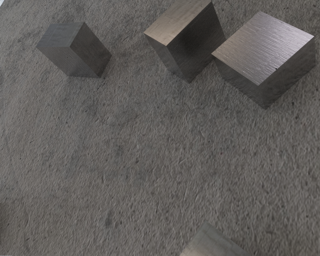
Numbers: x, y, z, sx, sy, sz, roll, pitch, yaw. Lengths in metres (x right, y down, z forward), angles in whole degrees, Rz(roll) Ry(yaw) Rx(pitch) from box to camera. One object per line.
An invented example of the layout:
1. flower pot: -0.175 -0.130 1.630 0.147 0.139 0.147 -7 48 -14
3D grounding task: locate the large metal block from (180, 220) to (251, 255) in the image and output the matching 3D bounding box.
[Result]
1. large metal block: 0.065 0.129 0.255 0.080 0.080 0.050 32 80 38

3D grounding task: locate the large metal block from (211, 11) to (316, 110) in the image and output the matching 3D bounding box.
1. large metal block: 0.124 -0.083 0.373 0.080 0.050 0.080 -42 51 -1

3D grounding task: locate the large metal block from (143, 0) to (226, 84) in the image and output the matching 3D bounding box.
1. large metal block: 0.038 -0.122 0.424 0.080 0.080 0.050 -46 51 -4

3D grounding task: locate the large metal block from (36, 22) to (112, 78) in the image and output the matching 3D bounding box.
1. large metal block: -0.143 -0.130 0.523 0.080 0.080 0.050 9 66 32
